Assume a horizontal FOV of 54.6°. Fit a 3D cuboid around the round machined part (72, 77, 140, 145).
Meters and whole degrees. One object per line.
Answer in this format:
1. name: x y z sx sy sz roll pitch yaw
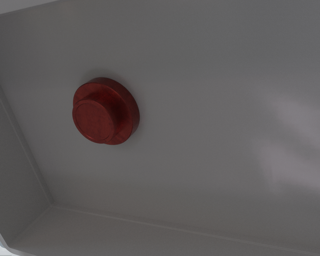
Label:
1. round machined part: -0.081 -0.017 0.431 0.098 0.042 0.097 13 124 21
